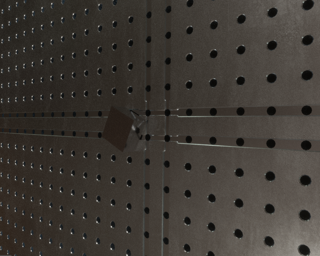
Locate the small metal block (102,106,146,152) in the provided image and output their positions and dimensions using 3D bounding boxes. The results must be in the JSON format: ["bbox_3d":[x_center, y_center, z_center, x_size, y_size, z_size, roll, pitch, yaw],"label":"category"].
[{"bbox_3d":[-0.053,0.001,0.451,0.050,0.025,0.050,32,110,35],"label":"small metal block"}]
